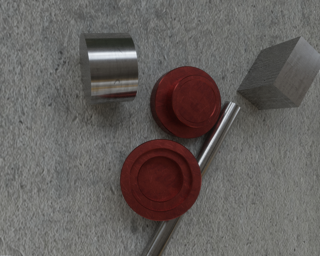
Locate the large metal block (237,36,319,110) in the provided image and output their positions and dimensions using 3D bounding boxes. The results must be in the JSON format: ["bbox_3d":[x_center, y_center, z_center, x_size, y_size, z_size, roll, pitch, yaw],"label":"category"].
[{"bbox_3d":[0.170,-0.074,0.443,0.050,0.080,0.080,36,78,-17],"label":"large metal block"}]

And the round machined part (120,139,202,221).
[{"bbox_3d":[0.000,0.064,0.392,0.099,0.042,0.097,1,83,-6],"label":"round machined part"}]

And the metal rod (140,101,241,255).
[{"bbox_3d":[0.031,0.095,0.420,0.025,0.025,0.300,34,79,-17],"label":"metal rod"}]

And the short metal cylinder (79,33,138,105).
[{"bbox_3d":[-0.061,-0.068,0.357,0.050,0.080,0.080,-7,93,-20],"label":"short metal cylinder"}]

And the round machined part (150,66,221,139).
[{"bbox_3d":[0.040,-0.034,0.415,0.099,0.042,0.097,0,90,-20],"label":"round machined part"}]
